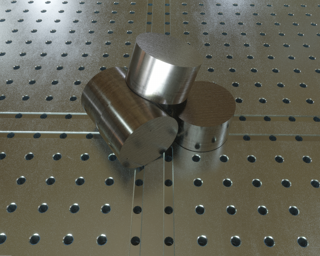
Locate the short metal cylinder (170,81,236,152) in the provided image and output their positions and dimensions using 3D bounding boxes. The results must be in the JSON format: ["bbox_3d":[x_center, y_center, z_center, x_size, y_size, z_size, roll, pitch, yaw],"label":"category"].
[{"bbox_3d":[0.054,-0.016,0.404,0.081,0.050,0.080,0,50,0],"label":"short metal cylinder"}]

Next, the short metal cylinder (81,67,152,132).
[{"bbox_3d":[-0.053,-0.031,0.397,0.081,0.080,0.050,-27,56,-21],"label":"short metal cylinder"}]

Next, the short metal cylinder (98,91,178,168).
[{"bbox_3d":[-0.026,0.002,0.370,0.081,0.080,0.050,-27,56,-21],"label":"short metal cylinder"}]

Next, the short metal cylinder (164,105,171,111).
[{"bbox_3d":[0.009,-0.067,0.447,0.081,0.050,0.080,0,50,0],"label":"short metal cylinder"}]

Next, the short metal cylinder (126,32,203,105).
[{"bbox_3d":[0.004,-0.072,0.368,0.081,0.050,0.080,14,36,-10],"label":"short metal cylinder"}]
